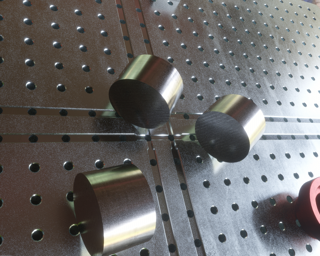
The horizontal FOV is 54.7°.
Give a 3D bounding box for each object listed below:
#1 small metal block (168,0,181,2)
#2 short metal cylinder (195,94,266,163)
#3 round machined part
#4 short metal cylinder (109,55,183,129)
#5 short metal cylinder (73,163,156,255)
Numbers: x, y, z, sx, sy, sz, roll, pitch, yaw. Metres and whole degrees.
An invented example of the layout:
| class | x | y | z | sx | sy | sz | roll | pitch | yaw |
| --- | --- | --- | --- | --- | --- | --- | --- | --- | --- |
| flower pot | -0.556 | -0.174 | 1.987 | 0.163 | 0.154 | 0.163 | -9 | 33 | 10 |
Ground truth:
| class | x | y | z | sx | sy | sz | roll | pitch | yaw |
| --- | --- | --- | --- | --- | --- | --- | --- | --- | --- |
| small metal block | 0.014 | -0.267 | 0.578 | 0.050 | 0.025 | 0.050 | -3 | 63 | -29 |
| short metal cylinder | 0.095 | 0.000 | 0.424 | 0.080 | 0.080 | 0.050 | 47 | 51 | 4 |
| round machined part | 0.239 | 0.123 | 0.450 | 0.099 | 0.042 | 0.098 | 14 | 56 | -21 |
| short metal cylinder | -0.017 | -0.045 | 0.391 | 0.080 | 0.080 | 0.050 | 33 | 52 | -7 |
| short metal cylinder | -0.046 | 0.078 | 0.300 | 0.050 | 0.080 | 0.080 | -8 | 66 | -32 |
